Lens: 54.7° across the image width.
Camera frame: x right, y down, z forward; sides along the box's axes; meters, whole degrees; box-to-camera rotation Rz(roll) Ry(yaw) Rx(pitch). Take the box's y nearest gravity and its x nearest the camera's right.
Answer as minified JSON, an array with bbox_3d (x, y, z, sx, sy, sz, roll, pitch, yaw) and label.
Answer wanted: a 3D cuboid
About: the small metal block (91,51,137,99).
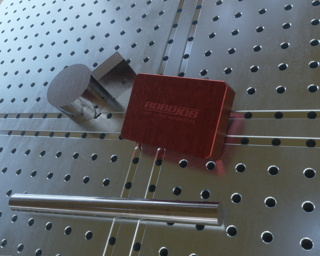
[{"bbox_3d":[-0.067,-0.080,0.475,0.050,0.050,0.025,-39,51,1],"label":"small metal block"}]

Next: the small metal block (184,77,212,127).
[{"bbox_3d":[0.048,-0.032,0.402,0.050,0.025,0.050,-21,54,15],"label":"small metal block"}]

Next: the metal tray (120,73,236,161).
[{"bbox_3d":[0.019,-0.017,0.387,0.130,0.030,0.090,12,86,32],"label":"metal tray"}]

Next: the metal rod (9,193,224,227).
[{"bbox_3d":[-0.073,0.098,0.384,0.301,0.025,0.025,-4,60,25],"label":"metal rod"}]

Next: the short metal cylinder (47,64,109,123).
[{"bbox_3d":[-0.130,-0.055,0.491,0.080,0.050,0.080,-12,57,20],"label":"short metal cylinder"}]
